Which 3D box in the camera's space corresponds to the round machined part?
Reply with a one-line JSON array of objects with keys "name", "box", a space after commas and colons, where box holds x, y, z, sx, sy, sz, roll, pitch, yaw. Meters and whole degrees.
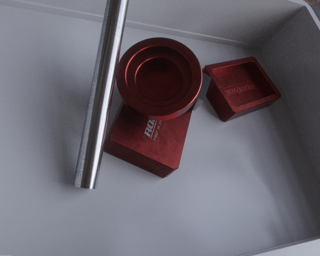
[{"name": "round machined part", "box": [-0.001, -0.055, 0.373, 0.099, 0.042, 0.098, 0, 75, 0]}]

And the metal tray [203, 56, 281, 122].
[{"name": "metal tray", "box": [0.133, -0.069, 0.518, 0.131, 0.030, 0.090, -18, 71, -35]}]

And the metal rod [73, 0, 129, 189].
[{"name": "metal rod", "box": [-0.058, -0.083, 0.349, 0.025, 0.025, 0.298, 12, 81, -22]}]

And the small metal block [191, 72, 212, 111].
[{"name": "small metal block", "box": [0.038, -0.059, 0.425, 0.050, 0.025, 0.050, 30, 51, -9]}]

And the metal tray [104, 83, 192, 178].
[{"name": "metal tray", "box": [-0.009, -0.011, 0.405, 0.090, 0.030, 0.130, 26, 52, -12]}]
